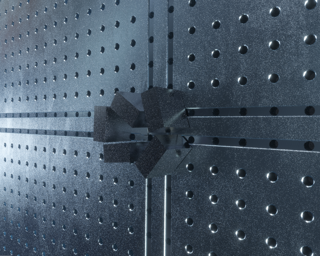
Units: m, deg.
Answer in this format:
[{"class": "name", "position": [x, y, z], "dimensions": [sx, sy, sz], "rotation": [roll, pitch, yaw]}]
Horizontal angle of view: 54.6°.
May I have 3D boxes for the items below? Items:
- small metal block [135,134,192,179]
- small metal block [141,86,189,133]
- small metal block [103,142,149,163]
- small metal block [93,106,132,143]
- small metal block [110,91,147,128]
[{"class": "small metal block", "position": [0.004, 0.035, 0.390], "dimensions": [0.025, 0.050, 0.050], "rotation": [50, 120, 29]}, {"class": "small metal block", "position": [0.007, -0.022, 0.388], "dimensions": [0.025, 0.050, 0.050], "rotation": [-21, 76, 38]}, {"class": "small metal block", "position": [-0.042, 0.033, 0.428], "dimensions": [0.050, 0.050, 0.025], "rotation": [-6, 86, 40]}, {"class": "small metal block", "position": [-0.068, -0.006, 0.450], "dimensions": [0.025, 0.050, 0.050], "rotation": [5, 94, 40]}, {"class": "small metal block", "position": [-0.030, -0.025, 0.419], "dimensions": [0.050, 0.050, 0.025], "rotation": [41, 116, 32]}]
